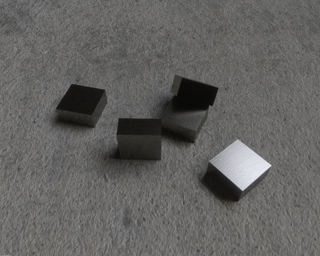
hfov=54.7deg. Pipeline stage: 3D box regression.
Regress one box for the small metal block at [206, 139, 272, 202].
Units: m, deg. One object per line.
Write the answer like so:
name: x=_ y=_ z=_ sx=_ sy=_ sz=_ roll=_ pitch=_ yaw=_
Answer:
small metal block: x=0.092 y=0.048 z=0.363 sx=0.050 sy=0.025 sz=0.050 roll=-33 pitch=57 yaw=-25

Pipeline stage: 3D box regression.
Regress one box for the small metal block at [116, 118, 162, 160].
small metal block: x=-0.023 y=0.014 z=0.375 sx=0.050 sy=0.050 sz=0.025 roll=1 pitch=50 yaw=1

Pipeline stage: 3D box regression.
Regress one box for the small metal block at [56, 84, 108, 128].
small metal block: x=-0.107 y=-0.031 z=0.429 sx=0.050 sy=0.025 sz=0.050 roll=11 pitch=51 yaw=9

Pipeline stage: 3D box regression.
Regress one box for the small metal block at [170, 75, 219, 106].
small metal block: x=0.045 y=-0.052 z=0.423 sx=0.050 sy=0.025 sz=0.050 roll=14 pitch=12 yaw=-11

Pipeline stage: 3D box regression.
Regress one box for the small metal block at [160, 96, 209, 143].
small metal block: x=0.033 y=-0.014 z=0.415 sx=0.050 sy=0.025 sz=0.050 roll=20 pitch=53 yaw=16
